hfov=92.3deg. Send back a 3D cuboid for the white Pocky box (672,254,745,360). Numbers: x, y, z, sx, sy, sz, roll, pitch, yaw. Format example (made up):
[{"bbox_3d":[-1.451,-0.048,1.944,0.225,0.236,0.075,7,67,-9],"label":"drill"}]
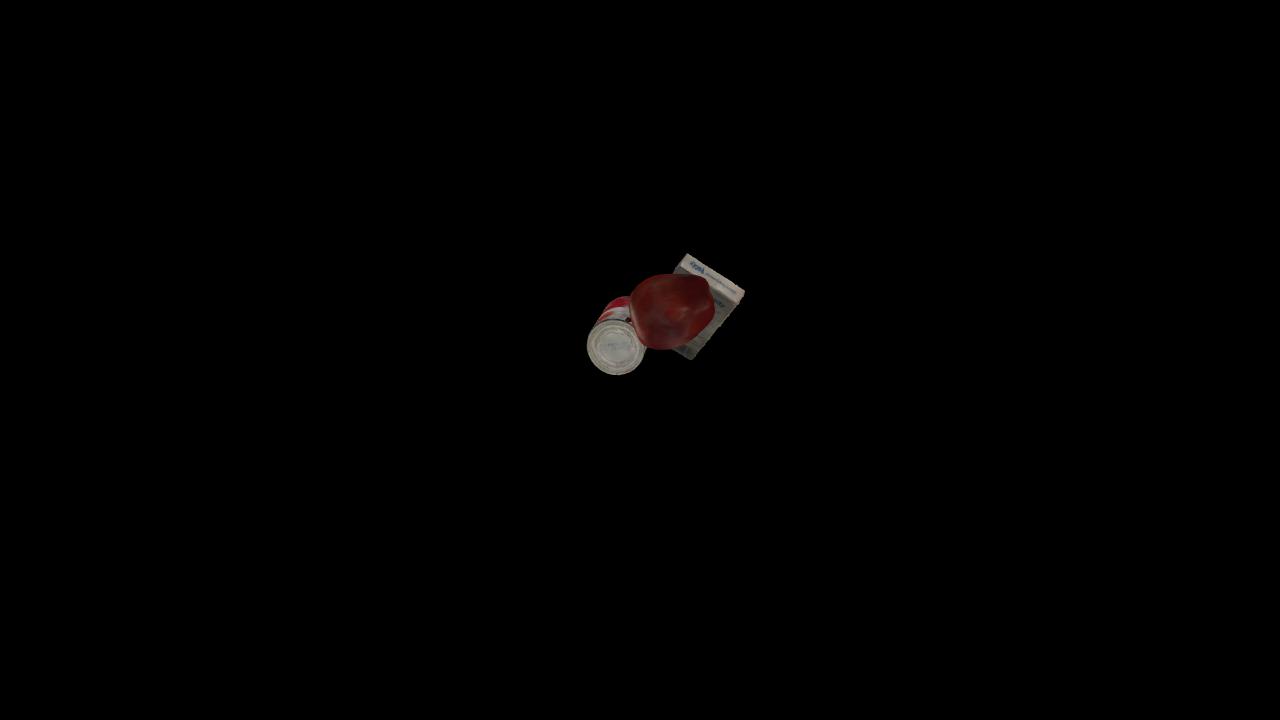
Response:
[{"bbox_3d":[0.061,-0.060,0.767,0.084,0.028,0.154,32,-31,0],"label":"white Pocky box"}]

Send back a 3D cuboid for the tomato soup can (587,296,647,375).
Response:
[{"bbox_3d":[-0.021,-0.029,0.720,0.068,0.068,0.101,0,21,7],"label":"tomato soup can"}]

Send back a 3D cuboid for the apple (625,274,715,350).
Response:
[{"bbox_3d":[0.030,-0.052,0.637,0.093,0.079,0.079,-17,0,-1],"label":"apple"}]
